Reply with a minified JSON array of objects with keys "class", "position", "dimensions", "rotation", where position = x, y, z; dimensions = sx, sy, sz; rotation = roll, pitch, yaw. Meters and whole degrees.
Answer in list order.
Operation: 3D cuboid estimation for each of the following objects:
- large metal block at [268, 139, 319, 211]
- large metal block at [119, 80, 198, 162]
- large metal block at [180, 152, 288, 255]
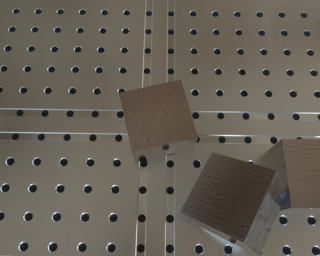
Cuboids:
[{"class":"large metal block","position":[0.185,0.059,0.378],"dimensions":[0.080,0.050,0.080],"rotation":[0,70,0]},{"class":"large metal block","position":[-0.003,-0.008,0.402],"dimensions":[0.080,0.050,0.080],"rotation":[-13,71,-5]},{"class":"large metal block","position":[0.084,0.082,0.349],"dimensions":[0.080,0.050,0.080],"rotation":[14,66,43]}]
